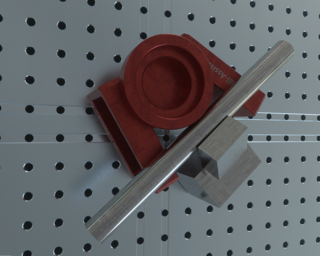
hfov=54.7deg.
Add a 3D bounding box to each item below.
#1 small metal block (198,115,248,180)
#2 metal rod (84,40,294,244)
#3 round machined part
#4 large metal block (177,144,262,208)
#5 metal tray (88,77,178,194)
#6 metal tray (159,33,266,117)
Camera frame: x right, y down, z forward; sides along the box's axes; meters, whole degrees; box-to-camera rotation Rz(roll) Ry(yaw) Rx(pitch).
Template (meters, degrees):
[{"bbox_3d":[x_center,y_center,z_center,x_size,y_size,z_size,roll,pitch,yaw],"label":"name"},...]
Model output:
[{"bbox_3d":[0.070,0.023,0.339,0.025,0.050,0.050,37,73,29],"label":"small metal block"},{"bbox_3d":[0.044,0.003,0.334,0.301,0.025,0.025,-42,104,-15],"label":"metal rod"},{"bbox_3d":[0.005,-0.047,0.333,0.099,0.042,0.097,0,90,-21],"label":"round machined part"},{"bbox_3d":[0.069,0.049,0.407,0.080,0.080,0.050,-43,104,-15],"label":"large metal block"},{"bbox_3d":[-0.035,0.008,0.366,0.030,0.090,0.129,-31,101,-18],"label":"metal tray"},{"bbox_3d":[0.058,-0.061,0.400,0.130,0.090,0.030,33,80,-18],"label":"metal tray"}]
